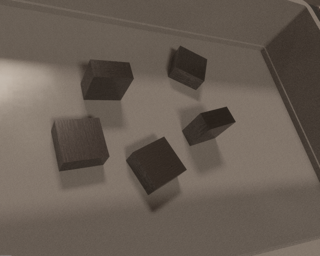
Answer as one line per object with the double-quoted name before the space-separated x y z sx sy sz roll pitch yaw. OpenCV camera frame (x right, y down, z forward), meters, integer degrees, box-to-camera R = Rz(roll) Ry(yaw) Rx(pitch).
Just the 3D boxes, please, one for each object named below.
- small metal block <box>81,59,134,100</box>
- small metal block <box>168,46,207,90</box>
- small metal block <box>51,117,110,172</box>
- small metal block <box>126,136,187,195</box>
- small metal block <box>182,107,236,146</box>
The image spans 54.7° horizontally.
"small metal block" -0.068 -0.059 0.390 0.050 0.050 0.025 -2 63 -30
"small metal block" 0.045 -0.095 0.490 0.050 0.025 0.050 23 53 -15
"small metal block" -0.090 0.017 0.347 0.050 0.025 0.050 -5 65 -31
"small metal block" -0.004 0.045 0.377 0.050 0.025 0.050 -26 76 -37
"small metal block" 0.067 -0.002 0.429 0.050 0.050 0.025 -15 70 -34
